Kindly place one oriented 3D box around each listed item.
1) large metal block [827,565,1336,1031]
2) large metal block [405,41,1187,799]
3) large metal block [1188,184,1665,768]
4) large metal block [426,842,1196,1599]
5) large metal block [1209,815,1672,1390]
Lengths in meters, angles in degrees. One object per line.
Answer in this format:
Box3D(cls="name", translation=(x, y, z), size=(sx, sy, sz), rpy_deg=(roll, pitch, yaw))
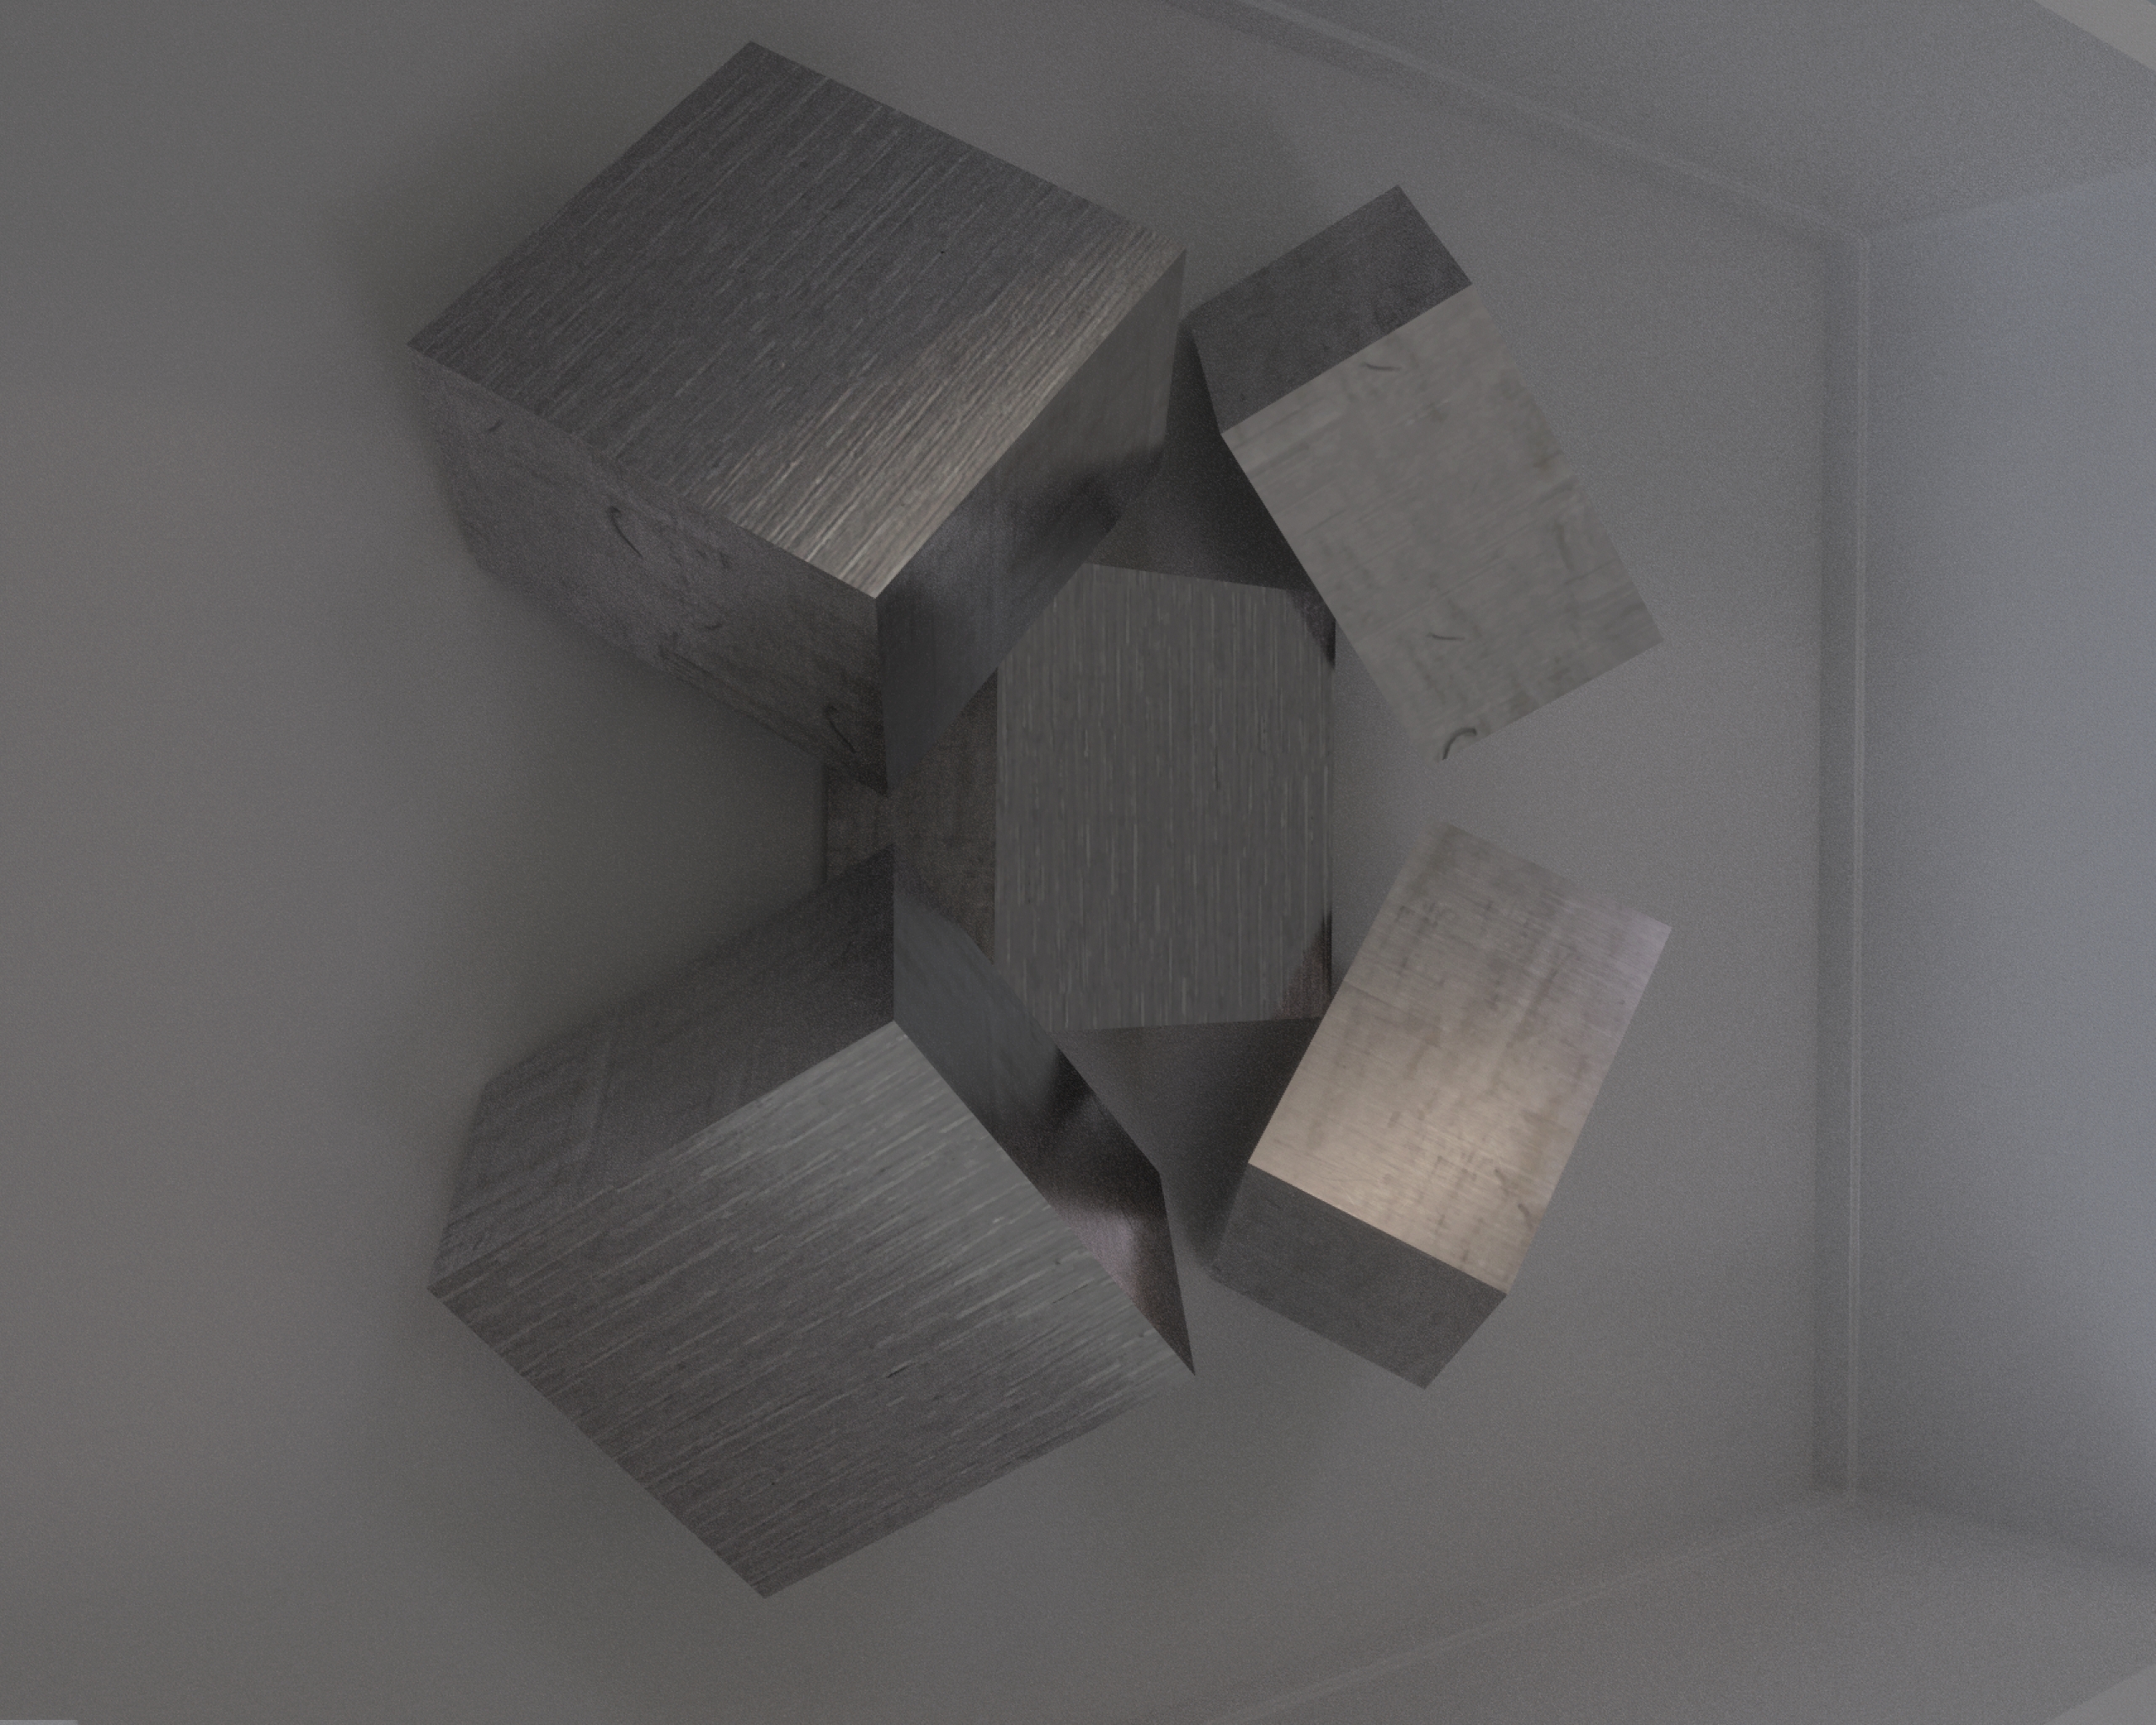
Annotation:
Box3D(cls="large metal block", translation=(0.001, -0.011, 0.388), size=(0.081, 0.050, 0.080), rpy_deg=(1, 90, -40))
Box3D(cls="large metal block", translation=(-0.040, -0.070, 0.324), size=(0.080, 0.080, 0.050), rpy_deg=(-53, 165, -27))
Box3D(cls="large metal block", translation=(0.067, -0.079, 0.417), size=(0.080, 0.050, 0.080), rpy_deg=(54, 16, -26))
Box3D(cls="large metal block", translation=(-0.039, 0.057, 0.329), size=(0.080, 0.050, 0.080), rpy_deg=(-30, 118, 12))
Box3D(cls="large metal block", translation=(0.070, 0.050, 0.419), size=(0.080, 0.050, 0.080), rpy_deg=(-59, 169, -24))
